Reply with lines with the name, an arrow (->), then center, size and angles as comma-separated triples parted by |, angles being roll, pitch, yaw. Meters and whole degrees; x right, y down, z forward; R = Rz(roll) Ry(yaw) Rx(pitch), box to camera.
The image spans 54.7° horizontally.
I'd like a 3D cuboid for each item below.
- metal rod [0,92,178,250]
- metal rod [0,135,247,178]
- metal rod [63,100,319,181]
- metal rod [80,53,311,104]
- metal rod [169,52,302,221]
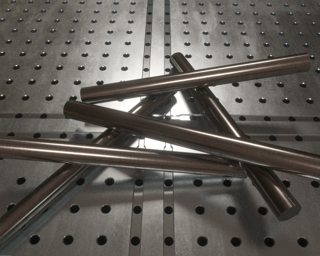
metal rod -> -0.078, 0.028, 0.383 | 0.025, 0.025, 0.301 | 32, 57, 23
metal rod -> -0.047, 0.033, 0.353 | 0.302, 0.025, 0.025 | 6, 50, -6
metal rod -> 0.017, 0.007, 0.350 | 0.301, 0.025, 0.025 | 13, 51, 22
metal rod -> 0.043, -0.065, 0.417 | 0.302, 0.025, 0.025 | -8, 50, 5
metal rod -> 0.075, -0.015, 0.398 | 0.025, 0.025, 0.300 | -14, 45, -12
